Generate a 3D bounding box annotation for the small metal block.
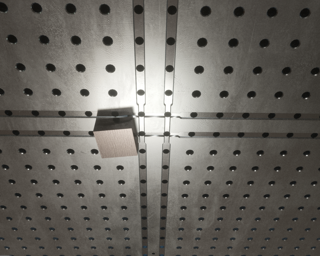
[{"bbox_3d":[-0.059,0.013,0.422,0.050,0.025,0.050,-5,130,3],"label":"small metal block"}]
